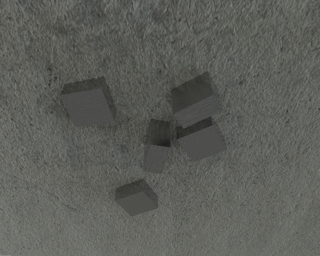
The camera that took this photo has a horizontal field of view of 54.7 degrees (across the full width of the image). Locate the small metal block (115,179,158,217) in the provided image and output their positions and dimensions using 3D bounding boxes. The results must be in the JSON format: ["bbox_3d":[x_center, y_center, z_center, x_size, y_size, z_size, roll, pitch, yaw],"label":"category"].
[{"bbox_3d":[-0.037,0.114,0.504,0.050,0.025,0.050,-21,127,17],"label":"small metal block"}]

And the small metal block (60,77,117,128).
[{"bbox_3d":[-0.086,-0.031,0.380,0.050,0.025,0.050,-9,130,7],"label":"small metal block"}]

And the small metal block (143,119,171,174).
[{"bbox_3d":[-0.004,0.024,0.411,0.025,0.050,0.050,9,130,-8],"label":"small metal block"}]

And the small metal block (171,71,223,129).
[{"bbox_3d":[0.042,-0.033,0.363,0.050,0.050,0.025,-25,126,20],"label":"small metal block"}]

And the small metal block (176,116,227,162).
[{"bbox_3d":[0.056,0.014,0.420,0.050,0.025,0.050,-23,127,18],"label":"small metal block"}]
